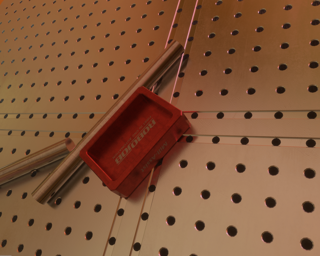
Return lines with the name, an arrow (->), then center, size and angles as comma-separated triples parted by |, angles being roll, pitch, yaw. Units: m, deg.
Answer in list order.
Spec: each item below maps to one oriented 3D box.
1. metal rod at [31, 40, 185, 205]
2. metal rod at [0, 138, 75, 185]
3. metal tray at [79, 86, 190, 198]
metal rod -> -0.071, -0.012, 0.450 | 0.300, 0.025, 0.025 | -48, 52, -6
metal rod -> -0.267, 0.083, 0.494 | 0.301, 0.025, 0.025 | -23, 54, 13
metal tray -> -0.035, 0.015, 0.412 | 0.130, 0.030, 0.090 | -48, 52, -6
